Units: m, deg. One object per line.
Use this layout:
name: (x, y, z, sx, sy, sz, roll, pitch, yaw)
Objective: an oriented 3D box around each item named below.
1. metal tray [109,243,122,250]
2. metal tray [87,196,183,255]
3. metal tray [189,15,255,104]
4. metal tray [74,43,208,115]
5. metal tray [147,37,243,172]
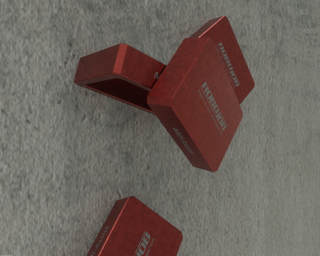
metal tray: (-0.067, 0.209, 0.348, 0.130, 0.030, 0.090, -50, 120, -28)
metal tray: (-0.035, 0.154, 0.343, 0.090, 0.030, 0.130, 41, 51, -18)
metal tray: (0.094, -0.095, 0.483, 0.090, 0.030, 0.130, -46, 118, -30)
metal tray: (-0.017, -0.046, 0.349, 0.131, 0.090, 0.030, 20, 78, -39)
metal tray: (0.046, -0.022, 0.341, 0.090, 0.030, 0.130, -60, 138, -23)
